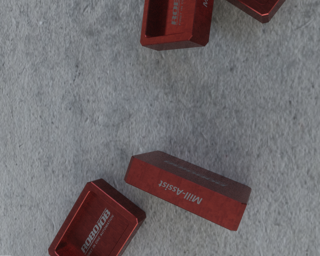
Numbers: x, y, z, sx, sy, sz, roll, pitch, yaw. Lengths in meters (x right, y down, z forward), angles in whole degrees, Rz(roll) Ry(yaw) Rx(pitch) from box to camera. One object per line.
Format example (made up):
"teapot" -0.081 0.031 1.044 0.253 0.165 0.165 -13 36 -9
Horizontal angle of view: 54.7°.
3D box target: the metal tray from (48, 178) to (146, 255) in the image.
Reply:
"metal tray" -0.090 0.149 0.436 0.090 0.030 0.129 34 101 16

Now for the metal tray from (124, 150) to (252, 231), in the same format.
"metal tray" 0.036 0.066 0.361 0.130 0.090 0.030 21 97 18

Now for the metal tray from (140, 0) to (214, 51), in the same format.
"metal tray" 0.022 -0.165 0.377 0.090 0.030 0.129 9 93 46

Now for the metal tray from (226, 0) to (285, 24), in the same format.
"metal tray" 0.128 -0.202 0.360 0.090 0.030 0.130 40 102 15
